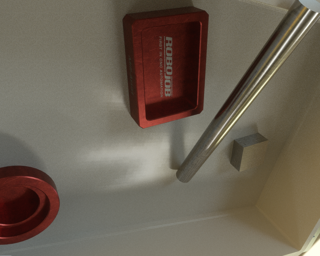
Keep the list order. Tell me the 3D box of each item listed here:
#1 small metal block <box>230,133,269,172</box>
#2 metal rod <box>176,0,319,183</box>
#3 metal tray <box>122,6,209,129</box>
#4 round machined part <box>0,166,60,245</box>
[{"bbox_3d":[0.149,0.040,0.518,0.050,0.025,0.050,-14,124,-21],"label":"small metal block"},{"bbox_3d":[0.081,-0.014,0.367,0.025,0.025,0.298,-6,146,-26],"label":"metal rod"},{"bbox_3d":[0.008,-0.070,0.367,0.091,0.030,0.129,-15,125,-20],"label":"metal tray"},{"bbox_3d":[-0.170,0.083,0.357,0.099,0.042,0.097,-14,125,-21],"label":"round machined part"}]
